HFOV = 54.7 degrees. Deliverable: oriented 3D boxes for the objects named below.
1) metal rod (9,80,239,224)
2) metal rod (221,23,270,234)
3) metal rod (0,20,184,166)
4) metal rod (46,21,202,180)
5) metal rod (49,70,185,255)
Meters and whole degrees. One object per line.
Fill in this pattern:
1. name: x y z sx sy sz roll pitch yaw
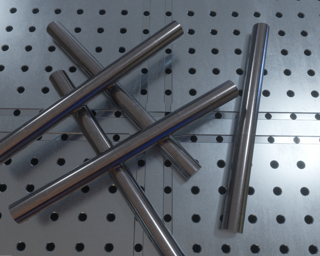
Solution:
1. metal rod: -0.034 0.023 0.375 0.302 0.025 0.025 -30 73 -11
2. metal rod: 0.119 -0.014 0.418 0.025 0.025 0.299 12 70 4
3. metal rod: -0.090 -0.049 0.400 0.301 0.025 0.025 -38 75 -13
4. metal rod: -0.058 -0.046 0.427 0.025 0.025 0.300 -41 75 -14
5. metal rod: -0.060 0.044 0.395 0.025 0.025 0.299 -32 74 -11
